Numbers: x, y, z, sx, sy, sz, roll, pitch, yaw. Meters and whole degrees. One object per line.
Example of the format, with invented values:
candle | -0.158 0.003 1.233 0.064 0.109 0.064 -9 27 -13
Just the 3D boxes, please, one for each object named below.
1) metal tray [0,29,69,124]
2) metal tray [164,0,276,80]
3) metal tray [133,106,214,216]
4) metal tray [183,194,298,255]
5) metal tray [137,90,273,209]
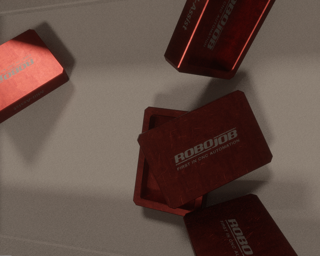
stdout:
metal tray | -0.214 -0.074 0.450 0.131 0.030 0.090 -36 79 -13
metal tray | 0.069 -0.119 0.330 0.030 0.091 0.129 50 127 40
metal tray | 0.019 0.042 0.400 0.090 0.030 0.129 8 93 19
metal tray | 0.084 0.132 0.316 0.091 0.130 0.030 -16 121 -3
metal tray | 0.050 0.023 0.356 0.131 0.030 0.090 -25 92 -6
